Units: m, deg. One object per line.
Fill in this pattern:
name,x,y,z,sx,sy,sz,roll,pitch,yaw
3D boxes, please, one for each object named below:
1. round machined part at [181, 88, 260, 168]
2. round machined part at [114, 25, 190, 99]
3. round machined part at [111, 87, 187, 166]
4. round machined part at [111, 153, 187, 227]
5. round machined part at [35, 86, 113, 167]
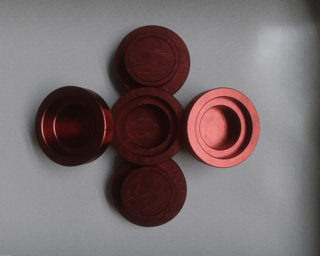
round machined part,0.072,0.000,0.393,0.099,0.042,0.097,0,90,-17
round machined part,-0.010,-0.085,0.401,0.099,0.042,0.097,0,90,0
round machined part,-0.016,-0.002,0.400,0.099,0.042,0.097,0,90,0
round machined part,-0.014,0.080,0.401,0.099,0.042,0.097,0,90,0
round machined part,-0.103,-0.002,0.392,0.098,0.042,0.097,0,90,17
